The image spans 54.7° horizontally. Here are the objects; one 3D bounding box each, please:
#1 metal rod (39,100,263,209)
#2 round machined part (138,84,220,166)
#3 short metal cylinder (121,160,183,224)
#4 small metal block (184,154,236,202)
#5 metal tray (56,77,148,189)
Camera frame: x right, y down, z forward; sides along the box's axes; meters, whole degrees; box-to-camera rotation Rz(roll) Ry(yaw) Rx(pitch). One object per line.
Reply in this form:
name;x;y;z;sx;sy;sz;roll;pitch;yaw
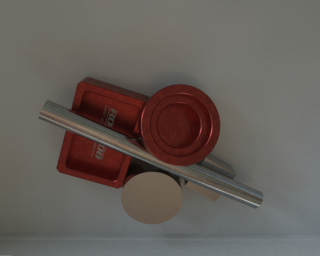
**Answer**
metal rod;-0.002;0.038;0.393;0.302;0.025;0.025;24;108;-12
round machined part;0.021;-0.003;0.387;0.099;0.042;0.097;0;88;-14
short metal cylinder;-0.011;0.084;0.426;0.081;0.050;0.079;0;110;-1
small metal block;0.069;0.067;0.435;0.050;0.025;0.050;30;107;-11
metal tray;-0.075;0.009;0.408;0.091;0.030;0.129;17;109;-7
